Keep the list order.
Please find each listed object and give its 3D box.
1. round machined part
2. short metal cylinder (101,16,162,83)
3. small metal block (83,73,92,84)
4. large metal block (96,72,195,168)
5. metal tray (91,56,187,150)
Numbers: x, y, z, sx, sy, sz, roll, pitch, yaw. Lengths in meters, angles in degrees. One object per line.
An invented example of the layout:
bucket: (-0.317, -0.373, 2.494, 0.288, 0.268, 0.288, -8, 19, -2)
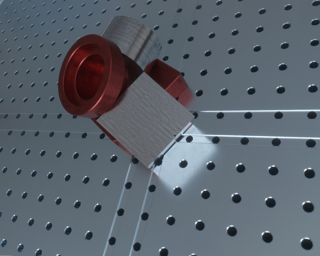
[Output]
round machined part: (-0.077, -0.060, 0.377, 0.098, 0.042, 0.097, -8, 77, 38)
short metal cylinder: (-0.044, -0.104, 0.419, 0.080, 0.080, 0.050, 14, 69, 33)
small metal block: (-0.098, -0.050, 0.432, 0.025, 0.050, 0.050, 21, 73, 35)
large metal block: (-0.016, -0.007, 0.380, 0.080, 0.050, 0.080, 42, 85, 8)
metal tray: (-0.036, -0.042, 0.449, 0.130, 0.030, 0.090, -47, 52, -5)
